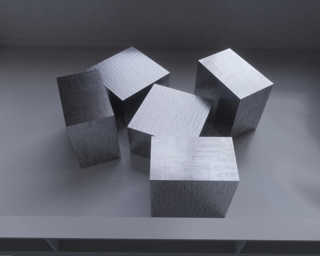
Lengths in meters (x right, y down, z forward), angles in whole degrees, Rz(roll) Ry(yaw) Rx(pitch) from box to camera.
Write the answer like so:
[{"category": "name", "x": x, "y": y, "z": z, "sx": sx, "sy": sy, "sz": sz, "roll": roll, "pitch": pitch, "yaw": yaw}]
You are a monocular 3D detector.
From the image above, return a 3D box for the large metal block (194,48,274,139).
[{"category": "large metal block", "x": 0.090, "y": -0.043, "z": 0.404, "sx": 0.050, "sy": 0.080, "sz": 0.080, "roll": -25, "pitch": 55, "yaw": -20}]

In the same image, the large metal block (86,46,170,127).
[{"category": "large metal block", "x": -0.043, "y": -0.061, "z": 0.437, "sx": 0.080, "sy": 0.050, "sz": 0.080, "roll": -35, "pitch": 59, "yaw": -26}]

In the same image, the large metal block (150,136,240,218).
[{"category": "large metal block", "x": 0.031, "y": 0.053, "z": 0.324, "sx": 0.081, "sy": 0.080, "sz": 0.050, "roll": 1, "pitch": 50, "yaw": 0}]

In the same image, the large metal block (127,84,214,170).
[{"category": "large metal block", "x": 0.015, "y": -0.002, "z": 0.389, "sx": 0.080, "sy": 0.050, "sz": 0.080, "roll": 18, "pitch": 52, "yaw": 14}]

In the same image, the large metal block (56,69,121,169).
[{"category": "large metal block", "x": -0.085, "y": -0.011, "z": 0.376, "sx": 0.050, "sy": 0.080, "sz": 0.080, "roll": -15, "pitch": 52, "yaw": -12}]
